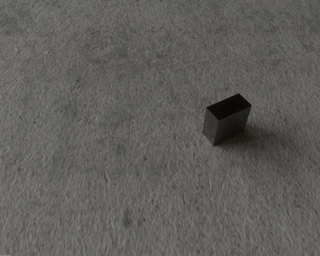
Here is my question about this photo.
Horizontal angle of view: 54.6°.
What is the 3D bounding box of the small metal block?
[{"bbox_3d":[0.084,-0.010,0.396,0.050,0.050,0.025,-24,54,-18],"label":"small metal block"}]
